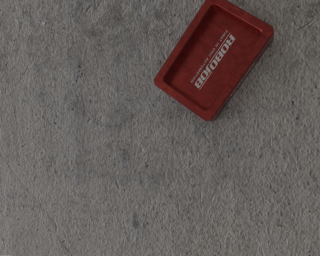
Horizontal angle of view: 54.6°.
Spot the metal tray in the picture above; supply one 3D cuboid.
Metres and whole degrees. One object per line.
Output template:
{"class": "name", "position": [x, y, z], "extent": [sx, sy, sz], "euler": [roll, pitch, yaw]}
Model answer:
{"class": "metal tray", "position": [0.065, -0.084, 0.383], "extent": [0.090, 0.030, 0.130], "euler": [37, 102, 16]}
